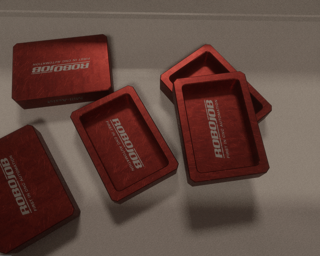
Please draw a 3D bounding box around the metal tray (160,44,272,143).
[{"bbox_3d":[0.073,-0.042,0.423,0.090,0.030,0.130,-37,74,-13],"label":"metal tray"}]

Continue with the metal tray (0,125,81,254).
[{"bbox_3d":[-0.168,0.072,0.379,0.090,0.030,0.130,-30,73,-11],"label":"metal tray"}]

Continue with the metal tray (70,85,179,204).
[{"bbox_3d":[-0.046,0.019,0.399,0.090,0.030,0.130,-28,73,-10],"label":"metal tray"}]

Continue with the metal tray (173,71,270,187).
[{"bbox_3d":[0.069,-0.001,0.375,0.091,0.030,0.129,-7,70,-3],"label":"metal tray"}]

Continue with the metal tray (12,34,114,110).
[{"bbox_3d":[-0.135,-0.080,0.434,0.131,0.030,0.090,-7,70,-3],"label":"metal tray"}]
